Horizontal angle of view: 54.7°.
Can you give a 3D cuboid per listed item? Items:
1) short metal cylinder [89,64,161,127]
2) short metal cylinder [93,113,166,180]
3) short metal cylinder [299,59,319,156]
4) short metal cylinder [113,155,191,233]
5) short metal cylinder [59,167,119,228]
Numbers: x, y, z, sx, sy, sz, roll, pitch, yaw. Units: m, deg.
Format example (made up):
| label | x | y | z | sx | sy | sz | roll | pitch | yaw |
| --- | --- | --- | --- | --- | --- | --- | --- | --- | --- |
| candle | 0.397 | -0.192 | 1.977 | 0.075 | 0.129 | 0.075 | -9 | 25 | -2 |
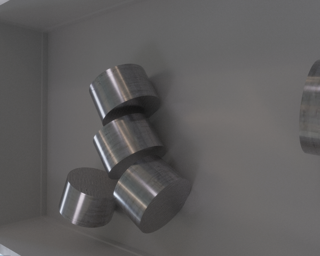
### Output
| label | x | y | z | sx | sy | sz | roll | pitch | yaw |
| --- | --- | --- | --- | --- | --- | --- | --- | --- | --- |
| short metal cylinder | -0.046 | -0.039 | 0.409 | 0.080 | 0.081 | 0.050 | -39 | 66 | 33 |
| short metal cylinder | -0.040 | 0.025 | 0.404 | 0.080 | 0.081 | 0.050 | -44 | 64 | 31 |
| short metal cylinder | 0.150 | -0.014 | 0.247 | 0.050 | 0.081 | 0.079 | 10 | 97 | 39 |
| short metal cylinder | -0.009 | 0.080 | 0.378 | 0.050 | 0.081 | 0.079 | 37 | 113 | 33 |
| short metal cylinder | -0.102 | 0.100 | 0.455 | 0.080 | 0.081 | 0.050 | 32 | 110 | 35 |
